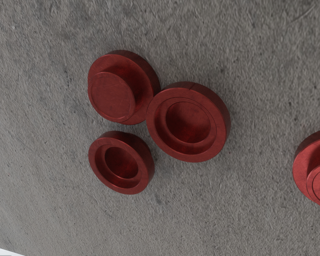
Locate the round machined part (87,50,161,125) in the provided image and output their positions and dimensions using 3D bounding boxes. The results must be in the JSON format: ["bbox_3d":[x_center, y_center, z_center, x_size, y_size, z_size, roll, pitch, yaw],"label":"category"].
[{"bbox_3d":[-0.052,-0.046,0.395,0.098,0.042,0.097,13,124,21],"label":"round machined part"}]

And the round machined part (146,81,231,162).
[{"bbox_3d":[0.036,-0.011,0.370,0.098,0.042,0.097,13,124,21],"label":"round machined part"}]

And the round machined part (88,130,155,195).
[{"bbox_3d":[-0.052,0.046,0.451,0.098,0.042,0.097,13,124,21],"label":"round machined part"}]

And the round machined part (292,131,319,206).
[{"bbox_3d":[0.192,0.051,0.326,0.098,0.042,0.097,13,124,21],"label":"round machined part"}]
